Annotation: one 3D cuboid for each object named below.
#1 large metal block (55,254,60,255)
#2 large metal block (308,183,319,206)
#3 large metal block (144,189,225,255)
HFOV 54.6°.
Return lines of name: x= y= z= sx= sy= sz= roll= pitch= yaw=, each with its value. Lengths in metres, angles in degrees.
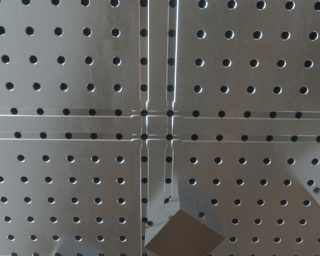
large metal block: x=-0.155 y=0.263 z=0.496 sx=0.080 sy=0.050 sz=0.080 roll=29 pitch=107 yaw=-10
large metal block: x=0.268 y=0.101 z=0.423 sx=0.080 sy=0.080 sz=0.050 roll=-40 pitch=106 yaw=13
large metal block: x=0.034 y=0.151 z=0.456 sx=0.080 sy=0.050 sz=0.080 roll=36 pitch=106 yaw=-12
